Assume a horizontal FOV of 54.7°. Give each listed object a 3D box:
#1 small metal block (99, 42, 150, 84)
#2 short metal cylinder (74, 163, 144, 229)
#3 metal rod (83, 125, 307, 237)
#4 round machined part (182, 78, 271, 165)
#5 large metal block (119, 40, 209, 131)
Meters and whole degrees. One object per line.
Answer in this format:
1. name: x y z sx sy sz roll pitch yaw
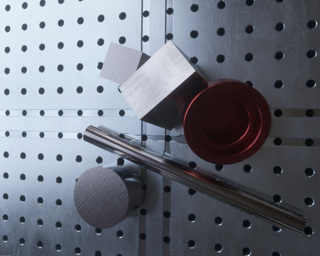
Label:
1. small metal block: -0.049 -0.086 0.429 0.050 0.025 0.050 22 97 18
2. short metal cylinder: -0.068 0.090 0.422 0.080 0.050 0.079 0 90 19
3. metal rod: 0.030 0.060 0.401 0.301 0.025 0.025 22 97 18
4. round machined part: 0.074 -0.010 0.363 0.099 0.042 0.097 -1 109 -3
5. large metal block: 0.013 -0.046 0.374 0.080 0.080 0.050 -40 66 15
